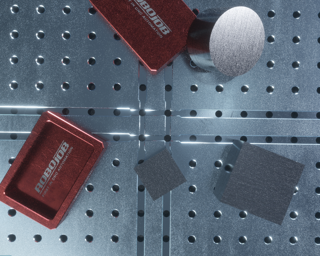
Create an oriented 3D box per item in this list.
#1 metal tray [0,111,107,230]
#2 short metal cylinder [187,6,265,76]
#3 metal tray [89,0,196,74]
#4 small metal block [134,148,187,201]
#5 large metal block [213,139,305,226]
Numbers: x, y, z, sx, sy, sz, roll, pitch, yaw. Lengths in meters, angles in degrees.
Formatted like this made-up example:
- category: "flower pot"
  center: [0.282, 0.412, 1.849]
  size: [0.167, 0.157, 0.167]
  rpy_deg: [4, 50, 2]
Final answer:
- category: "metal tray"
  center: [-0.141, 0.054, 0.408]
  size: [0.090, 0.030, 0.130]
  rpy_deg: [30, 90, -1]
- category: "short metal cylinder"
  center: [0.081, -0.108, 0.385]
  size: [0.081, 0.050, 0.079]
  rpy_deg: [-9, 111, -24]
- category: "metal tray"
  center: [-0.017, -0.148, 0.411]
  size: [0.090, 0.030, 0.130]
  rpy_deg: [-41, 91, 0]
- category: "small metal block"
  center: [0.000, 0.060, 0.413]
  size: [0.050, 0.025, 0.050]
  rpy_deg: [-31, 90, -1]
- category: "large metal block"
  center: [0.125, 0.067, 0.403]
  size: [0.080, 0.050, 0.080]
  rpy_deg: [22, 90, -1]
